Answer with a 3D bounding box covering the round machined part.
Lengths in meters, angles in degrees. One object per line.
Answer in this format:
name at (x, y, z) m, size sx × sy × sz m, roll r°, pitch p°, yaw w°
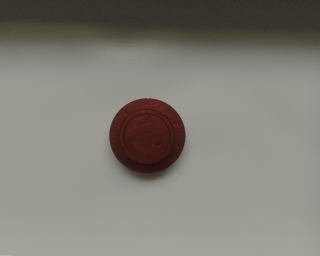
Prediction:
round machined part at (-0.016, 0.010, 0.399) m, size 0.099 × 0.042 × 0.097 m, roll 0°, pitch 90°, yaw -1°
